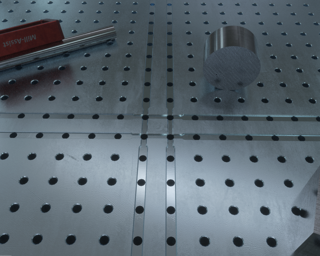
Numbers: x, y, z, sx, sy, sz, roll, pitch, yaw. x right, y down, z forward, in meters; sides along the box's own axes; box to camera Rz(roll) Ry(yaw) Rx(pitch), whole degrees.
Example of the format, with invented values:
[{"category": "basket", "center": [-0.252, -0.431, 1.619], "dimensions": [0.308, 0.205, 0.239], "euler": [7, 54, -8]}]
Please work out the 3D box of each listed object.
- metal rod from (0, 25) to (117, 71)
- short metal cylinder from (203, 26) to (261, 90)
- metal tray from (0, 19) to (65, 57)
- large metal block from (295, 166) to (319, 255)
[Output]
[{"category": "metal rod", "center": [-0.216, -0.119, 0.505], "dimensions": [0.302, 0.025, 0.025], "euler": [-21, 53, -17]}, {"category": "short metal cylinder", "center": [0.105, -0.102, 0.458], "dimensions": [0.080, 0.080, 0.050], "euler": [5, 50, 4]}, {"category": "metal tray", "center": [-0.231, -0.143, 0.496], "dimensions": [0.131, 0.030, 0.090], "euler": [-24, 29, -23]}, {"category": "large metal block", "center": [0.192, 0.094, 0.313], "dimensions": [0.080, 0.050, 0.080], "euler": [18, 52, 14]}]
